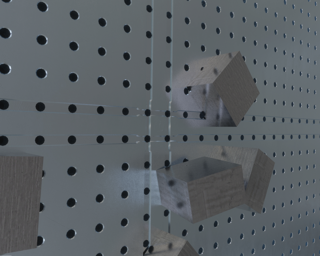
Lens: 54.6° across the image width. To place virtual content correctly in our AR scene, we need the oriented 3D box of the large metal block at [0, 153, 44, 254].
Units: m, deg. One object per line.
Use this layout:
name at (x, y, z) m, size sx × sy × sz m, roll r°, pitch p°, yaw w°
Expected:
large metal block at (-0.152, 0.062, 0.265) m, size 0.081 × 0.050 × 0.080 m, roll 5°, pitch 87°, yaw -40°

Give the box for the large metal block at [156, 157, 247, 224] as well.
large metal block at (0.052, 0.076, 0.405) m, size 0.081 × 0.080 × 0.050 m, roll -13°, pitch 98°, yaw -26°

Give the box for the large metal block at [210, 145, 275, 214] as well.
large metal block at (0.115, 0.075, 0.469) m, size 0.050 × 0.080 × 0.080 m, roll 35°, pitch 68°, yaw -35°

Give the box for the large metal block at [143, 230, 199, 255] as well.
large metal block at (0.015, 0.197, 0.405) m, size 0.080 × 0.050 × 0.080 m, roll -49°, pitch 119°, yaw -29°

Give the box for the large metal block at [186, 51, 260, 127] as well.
large metal block at (0.099, -0.058, 0.474) m, size 0.080 × 0.050 × 0.080 m, roll -50°, pitch 119°, yaw -28°
